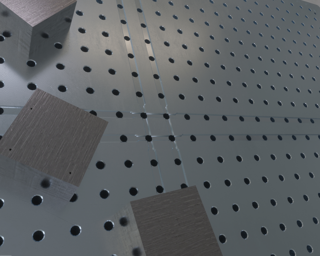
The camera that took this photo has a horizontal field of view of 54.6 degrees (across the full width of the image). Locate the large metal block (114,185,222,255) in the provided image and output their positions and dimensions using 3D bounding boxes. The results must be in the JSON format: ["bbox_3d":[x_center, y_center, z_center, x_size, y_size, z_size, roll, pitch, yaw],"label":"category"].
[{"bbox_3d":[0.008,0.114,0.326,0.081,0.050,0.080,-7,65,-31],"label":"large metal block"}]

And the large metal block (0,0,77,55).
[{"bbox_3d":[-0.168,-0.153,0.395,0.080,0.050,0.080,38,51,-3],"label":"large metal block"}]

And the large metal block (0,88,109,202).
[{"bbox_3d":[-0.111,0.018,0.321,0.080,0.050,0.080,26,53,-12],"label":"large metal block"}]
